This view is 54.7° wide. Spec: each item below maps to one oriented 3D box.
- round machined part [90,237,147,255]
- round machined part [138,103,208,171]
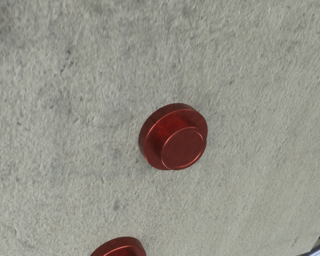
[{"bbox_3d":[-0.066,0.228,0.502,0.099,0.042,0.097,-14,125,-21],"label":"round machined part"},{"bbox_3d":[0.024,0.019,0.422,0.099,0.042,0.097,-14,125,-21],"label":"round machined part"}]
